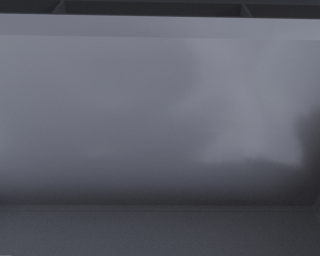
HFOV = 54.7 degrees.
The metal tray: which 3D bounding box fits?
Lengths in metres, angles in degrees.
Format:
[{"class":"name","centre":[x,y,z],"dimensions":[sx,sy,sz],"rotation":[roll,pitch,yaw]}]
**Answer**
[{"class":"metal tray","centre":[-0.324,0.205,0.577],"dimensions":[0.131,0.030,0.089],"rotation":[13,129,-12]}]
